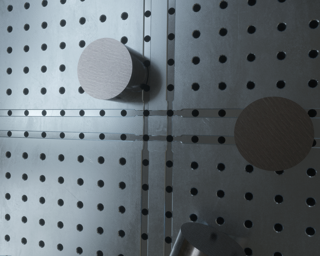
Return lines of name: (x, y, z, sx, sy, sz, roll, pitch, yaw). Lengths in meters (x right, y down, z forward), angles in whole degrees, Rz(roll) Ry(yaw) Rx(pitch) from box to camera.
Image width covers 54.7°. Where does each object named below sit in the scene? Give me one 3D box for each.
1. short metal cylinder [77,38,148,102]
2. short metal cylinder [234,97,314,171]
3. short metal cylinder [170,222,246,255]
short metal cylinder: (-0.064, -0.076, 0.422, 0.080, 0.050, 0.079, 0, 90, 20)
short metal cylinder: (0.129, 0.006, 0.354, 0.080, 0.050, 0.079, 0, 90, 20)
short metal cylinder: (0.053, 0.155, 0.365, 0.080, 0.080, 0.050, 23, 98, 18)
